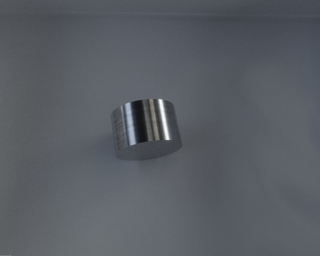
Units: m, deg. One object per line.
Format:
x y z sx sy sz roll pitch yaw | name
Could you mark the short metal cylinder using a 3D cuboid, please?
-0.017 0.005 0.379 0.081 0.080 0.050 -9 71 -4 | short metal cylinder
